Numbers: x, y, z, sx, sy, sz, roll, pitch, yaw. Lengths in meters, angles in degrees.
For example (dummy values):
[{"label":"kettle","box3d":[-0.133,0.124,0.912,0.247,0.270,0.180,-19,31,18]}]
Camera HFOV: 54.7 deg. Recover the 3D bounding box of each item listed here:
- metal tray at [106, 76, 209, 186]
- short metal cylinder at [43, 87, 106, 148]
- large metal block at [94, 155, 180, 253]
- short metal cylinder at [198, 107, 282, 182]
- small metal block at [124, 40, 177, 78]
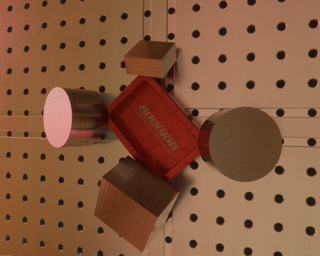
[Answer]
[{"label":"metal tray","box3d":[-0.006,0.001,0.411,0.090,0.030,0.130,-43,77,15]},{"label":"short metal cylinder","box3d":[-0.118,-0.014,0.425,0.080,0.050,0.079,1,91,45]},{"label":"large metal block","box3d":[-0.031,0.096,0.392,0.080,0.050,0.079,32,131,16]},{"label":"short metal cylinder","box3d":[0.088,0.017,0.352,0.081,0.050,0.079,0,90,-7]},{"label":"small metal block","box3d":[-0.011,-0.090,0.400,0.050,0.050,0.025,10,131,20]}]
